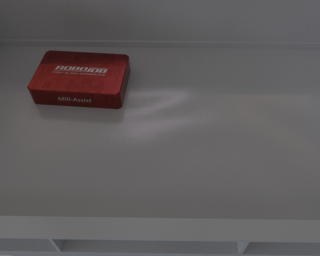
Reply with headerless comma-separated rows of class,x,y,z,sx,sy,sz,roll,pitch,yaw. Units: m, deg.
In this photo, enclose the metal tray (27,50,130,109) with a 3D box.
metal tray,-0.116,-0.074,0.464,0.131,0.030,0.090,4,50,3
